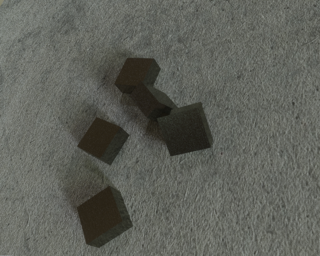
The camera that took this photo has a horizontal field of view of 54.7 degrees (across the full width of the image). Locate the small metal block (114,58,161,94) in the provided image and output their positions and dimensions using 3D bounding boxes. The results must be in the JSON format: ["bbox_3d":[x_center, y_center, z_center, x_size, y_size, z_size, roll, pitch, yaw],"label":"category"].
[{"bbox_3d":[-0.034,-0.078,0.470,0.050,0.025,0.050,10,66,32],"label":"small metal block"}]

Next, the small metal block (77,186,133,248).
[{"bbox_3d":[-0.067,0.107,0.374,0.050,0.025,0.050,-34,51,6],"label":"small metal block"}]

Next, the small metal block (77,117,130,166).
[{"bbox_3d":[-0.079,0.018,0.435,0.050,0.025,0.050,21,73,35],"label":"small metal block"}]

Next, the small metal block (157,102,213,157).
[{"bbox_3d":[0.031,0.002,0.368,0.050,0.050,0.025,-15,15,20],"label":"small metal block"}]

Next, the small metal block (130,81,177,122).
[{"bbox_3d":[-0.004,-0.030,0.405,0.025,0.050,0.050,-51,49,16],"label":"small metal block"}]
